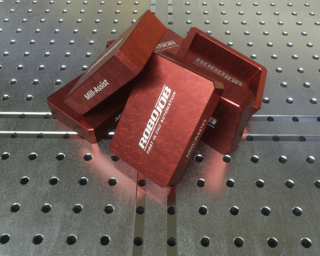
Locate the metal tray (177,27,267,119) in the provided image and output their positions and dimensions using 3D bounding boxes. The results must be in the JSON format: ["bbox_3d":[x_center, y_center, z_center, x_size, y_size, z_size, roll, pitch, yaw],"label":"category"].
[{"bbox_3d":[0.084,-0.079,0.440,0.130,0.030,0.090,28,52,-6],"label":"metal tray"}]

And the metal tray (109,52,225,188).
[{"bbox_3d":[0.004,-0.010,0.354,0.090,0.129,0.030,31,18,24],"label":"metal tray"}]

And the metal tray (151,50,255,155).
[{"bbox_3d":[0.045,-0.032,0.391,0.130,0.090,0.030,31,57,23],"label":"metal tray"}]

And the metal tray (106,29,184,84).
[{"bbox_3d":[-0.005,-0.109,0.472,0.131,0.030,0.090,-27,57,-38],"label":"metal tray"}]

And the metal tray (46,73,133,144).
[{"bbox_3d":[-0.080,-0.047,0.443,0.090,0.030,0.131,32,57,23],"label":"metal tray"}]

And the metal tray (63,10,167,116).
[{"bbox_3d":[-0.056,-0.075,0.372,0.030,0.130,0.090,42,49,-21],"label":"metal tray"}]
